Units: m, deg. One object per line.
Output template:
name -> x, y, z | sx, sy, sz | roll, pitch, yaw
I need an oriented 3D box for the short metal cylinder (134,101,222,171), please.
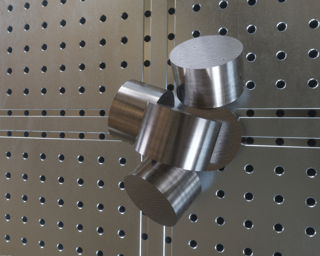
short metal cylinder -> 0.018, 0.007, 0.323 | 0.080, 0.080, 0.050 | 19, 96, 19

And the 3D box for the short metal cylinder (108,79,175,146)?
short metal cylinder -> -0.022, -0.016, 0.391 | 0.050, 0.080, 0.080 | 20, 97, 19

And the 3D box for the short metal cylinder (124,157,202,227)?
short metal cylinder -> 0.003, 0.072, 0.376 | 0.080, 0.050, 0.080 | 29, 142, 26

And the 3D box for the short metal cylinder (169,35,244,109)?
short metal cylinder -> 0.055, -0.066, 0.356 | 0.080, 0.080, 0.050 | 2, 131, 20

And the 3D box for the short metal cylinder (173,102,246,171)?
short metal cylinder -> 0.061, 0.010, 0.377 | 0.080, 0.050, 0.080 | 0, 89, 20
